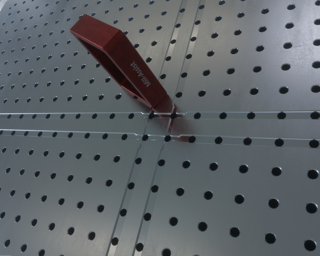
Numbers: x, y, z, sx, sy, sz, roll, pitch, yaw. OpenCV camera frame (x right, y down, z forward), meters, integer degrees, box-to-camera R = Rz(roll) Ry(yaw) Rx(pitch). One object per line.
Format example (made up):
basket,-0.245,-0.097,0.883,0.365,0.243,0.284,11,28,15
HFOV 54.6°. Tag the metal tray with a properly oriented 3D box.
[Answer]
metal tray,-0.053,-0.088,0.424,0.090,0.130,0.030,35,82,38
